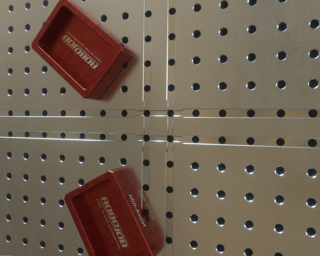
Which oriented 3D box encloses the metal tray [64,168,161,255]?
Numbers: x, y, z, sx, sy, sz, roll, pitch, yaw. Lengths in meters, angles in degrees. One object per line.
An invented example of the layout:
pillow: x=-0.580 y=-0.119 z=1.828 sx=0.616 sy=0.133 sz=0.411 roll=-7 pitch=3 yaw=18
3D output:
metal tray: x=-0.068 y=0.133 z=0.434 sx=0.090 sy=0.030 sz=0.130 roll=-30 pitch=80 yaw=17

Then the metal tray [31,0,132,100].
metal tray: x=-0.116 y=-0.114 z=0.451 sx=0.130 sy=0.030 sz=0.090 roll=42 pitch=103 yaw=15
